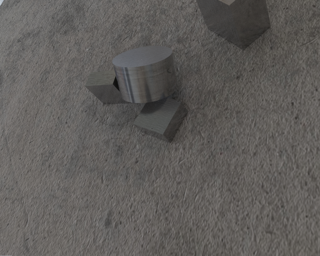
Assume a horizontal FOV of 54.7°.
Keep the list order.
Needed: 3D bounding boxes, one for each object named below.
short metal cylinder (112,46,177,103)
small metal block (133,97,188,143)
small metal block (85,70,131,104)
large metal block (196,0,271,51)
[{"bbox_3d":[-0.020,-0.075,0.422,0.080,0.050,0.080,-8,31,5],"label":"short metal cylinder"},{"bbox_3d":[0.001,-0.014,0.412,0.050,0.025,0.050,19,72,35],"label":"small metal block"},{"bbox_3d":[-0.074,-0.060,0.463,0.050,0.050,0.025,0,62,28],"label":"small metal block"},{"bbox_3d":[0.096,-0.165,0.419,0.050,0.080,0.080,-42,51,0],"label":"large metal block"}]
